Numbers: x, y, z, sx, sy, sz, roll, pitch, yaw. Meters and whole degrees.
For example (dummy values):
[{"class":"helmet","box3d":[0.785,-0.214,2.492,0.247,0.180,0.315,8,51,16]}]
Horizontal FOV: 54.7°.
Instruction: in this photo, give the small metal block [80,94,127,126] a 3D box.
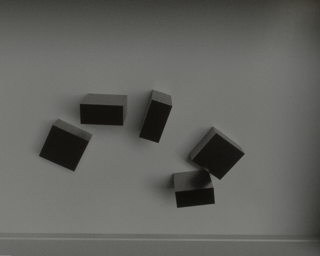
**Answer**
[{"class":"small metal block","box3d":[-0.069,-0.024,0.388,0.050,0.050,0.025,3,110,-1]}]

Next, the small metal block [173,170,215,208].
[{"class":"small metal block","box3d":[0.046,0.083,0.429,0.050,0.050,0.025,-7,110,2]}]

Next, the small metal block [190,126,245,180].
[{"class":"small metal block","box3d":[0.078,0.035,0.425,0.050,0.025,0.050,35,106,-12]}]

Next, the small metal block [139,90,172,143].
[{"class":"small metal block","box3d":[-0.005,-0.016,0.392,0.025,0.050,0.050,18,109,-7]}]

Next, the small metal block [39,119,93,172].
[{"class":"small metal block","box3d":[-0.126,0.023,0.419,0.050,0.025,0.050,26,108,-10]}]
